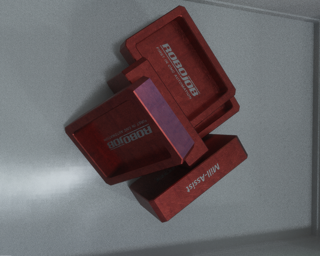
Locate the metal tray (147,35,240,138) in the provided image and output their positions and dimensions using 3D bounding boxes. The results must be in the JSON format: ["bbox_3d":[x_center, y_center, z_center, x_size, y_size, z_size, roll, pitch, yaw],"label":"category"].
[{"bbox_3d":[0.040,-0.055,0.423,0.090,0.030,0.130,-36,101,-15],"label":"metal tray"}]

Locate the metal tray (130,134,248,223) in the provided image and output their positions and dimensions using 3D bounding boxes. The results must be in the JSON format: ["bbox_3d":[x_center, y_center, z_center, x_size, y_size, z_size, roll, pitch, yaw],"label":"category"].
[{"bbox_3d":[0.033,0.055,0.388,0.131,0.090,0.030,-34,102,-17],"label":"metal tray"}]

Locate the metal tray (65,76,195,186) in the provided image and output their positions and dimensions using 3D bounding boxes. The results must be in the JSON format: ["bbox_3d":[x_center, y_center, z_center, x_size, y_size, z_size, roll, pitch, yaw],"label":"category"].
[{"bbox_3d":[-0.038,0.010,0.341,0.090,0.130,0.030,55,43,-12],"label":"metal tray"}]

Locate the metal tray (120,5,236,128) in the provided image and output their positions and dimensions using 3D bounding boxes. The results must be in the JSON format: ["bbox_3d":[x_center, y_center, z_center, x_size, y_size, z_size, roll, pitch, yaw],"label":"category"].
[{"bbox_3d":[0.024,-0.071,0.384,0.090,0.030,0.130,-38,102,-16],"label":"metal tray"}]

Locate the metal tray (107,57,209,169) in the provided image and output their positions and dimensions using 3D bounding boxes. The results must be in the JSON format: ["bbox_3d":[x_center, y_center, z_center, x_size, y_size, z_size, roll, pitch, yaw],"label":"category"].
[{"bbox_3d":[-0.006,-0.015,0.372,0.030,0.090,0.130,-39,103,-16],"label":"metal tray"}]
